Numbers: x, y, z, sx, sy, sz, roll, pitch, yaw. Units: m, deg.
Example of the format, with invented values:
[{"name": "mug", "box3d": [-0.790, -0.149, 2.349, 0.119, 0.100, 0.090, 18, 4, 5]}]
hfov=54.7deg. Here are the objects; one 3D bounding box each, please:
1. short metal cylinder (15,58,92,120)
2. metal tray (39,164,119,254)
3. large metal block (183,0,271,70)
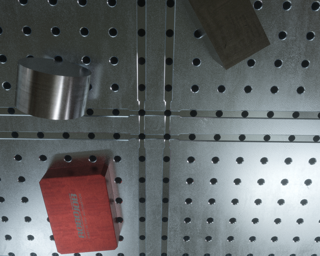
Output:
[{"name": "short metal cylinder", "box3d": [-0.125, -0.048, 0.365, 0.081, 0.080, 0.050, 12, 110, -5]}, {"name": "metal tray", "box3d": [-0.114, 0.121, 0.454, 0.091, 0.030, 0.129, -5, 110, 1]}, {"name": "large metal block", "box3d": [0.069, -0.118, 0.342, 0.050, 0.080, 0.080, -30, 108, 10]}]
